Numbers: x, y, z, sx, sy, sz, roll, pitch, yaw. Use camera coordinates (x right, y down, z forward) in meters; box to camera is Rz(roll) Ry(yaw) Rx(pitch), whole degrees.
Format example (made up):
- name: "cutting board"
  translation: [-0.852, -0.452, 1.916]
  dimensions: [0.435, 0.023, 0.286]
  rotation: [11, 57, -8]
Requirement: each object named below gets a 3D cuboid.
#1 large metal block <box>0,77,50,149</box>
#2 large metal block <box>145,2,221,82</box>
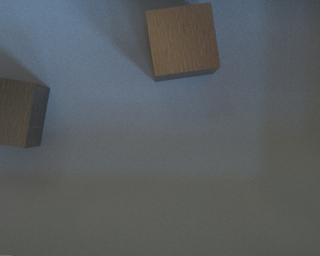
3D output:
- name: "large metal block"
  translation: [-0.196, -0.021, 0.396]
  dimensions: [0.080, 0.050, 0.080]
  rotation: [10, 90, -1]
- name: "large metal block"
  translation: [0.028, -0.108, 0.399]
  dimensions: [0.081, 0.050, 0.080]
  rotation: [-8, 90, -1]
